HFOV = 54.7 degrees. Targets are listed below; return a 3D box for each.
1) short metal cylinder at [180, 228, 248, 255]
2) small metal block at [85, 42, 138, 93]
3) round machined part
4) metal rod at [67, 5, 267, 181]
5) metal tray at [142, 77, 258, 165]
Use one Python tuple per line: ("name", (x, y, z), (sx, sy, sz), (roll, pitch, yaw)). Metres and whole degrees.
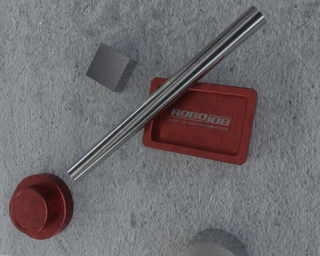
("short metal cylinder", (0.065, 0.169, 0.372), (0.080, 0.050, 0.079), (0, 90, 19))
("small metal block", (-0.067, -0.083, 0.432), (0.050, 0.025, 0.050), (32, 100, 16))
("round machined part", (-0.183, 0.119, 0.463), (0.098, 0.042, 0.097), (0, 90, 19))
("metal rod", (-0.003, -0.031, 0.376), (0.300, 0.025, 0.025), (-40, 78, 15))
("metal tray", (0.049, -0.011, 0.388), (0.130, 0.030, 0.089), (10, 93, 19))
